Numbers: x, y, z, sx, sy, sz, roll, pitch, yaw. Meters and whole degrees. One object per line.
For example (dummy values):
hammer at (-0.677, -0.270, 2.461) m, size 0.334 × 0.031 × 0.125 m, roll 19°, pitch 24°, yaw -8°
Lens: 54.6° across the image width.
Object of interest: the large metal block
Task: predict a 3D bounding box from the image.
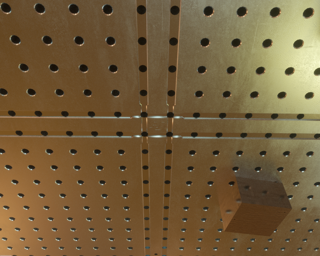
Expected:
large metal block at (0.152, 0.130, 0.506) m, size 0.080 × 0.050 × 0.079 m, roll 9°, pitch 130°, yaw -8°
